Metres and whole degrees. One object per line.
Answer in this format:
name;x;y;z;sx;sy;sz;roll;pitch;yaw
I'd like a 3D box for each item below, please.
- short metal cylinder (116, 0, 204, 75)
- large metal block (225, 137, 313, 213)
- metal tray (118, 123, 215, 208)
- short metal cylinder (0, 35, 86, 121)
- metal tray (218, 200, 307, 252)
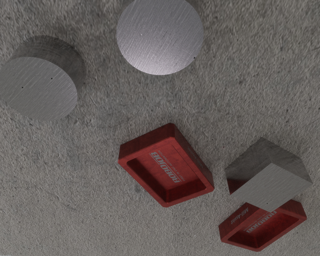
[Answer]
short metal cylinder;0.000;-0.100;0.306;0.081;0.050;0.079;0;130;0
large metal block;0.155;0.070;0.452;0.080;0.050;0.080;26;125;-21
metal tray;0.012;0.060;0.454;0.090;0.030;0.130;-25;126;19
short metal cylinder;-0.127;-0.054;0.343;0.081;0.050;0.079;0;130;0
metal tray;0.177;0.168;0.548;0.091;0.030;0.129;22;127;-18
